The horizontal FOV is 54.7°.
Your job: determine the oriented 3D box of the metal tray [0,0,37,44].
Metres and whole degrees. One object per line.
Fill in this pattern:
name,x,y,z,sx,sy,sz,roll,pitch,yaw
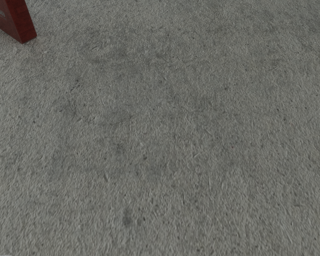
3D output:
metal tray,-0.276,-0.213,0.537,0.130,0.089,0.030,34,58,25
